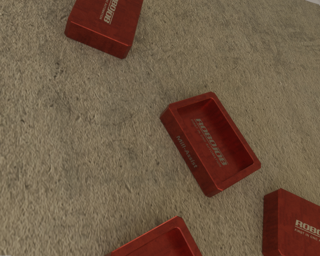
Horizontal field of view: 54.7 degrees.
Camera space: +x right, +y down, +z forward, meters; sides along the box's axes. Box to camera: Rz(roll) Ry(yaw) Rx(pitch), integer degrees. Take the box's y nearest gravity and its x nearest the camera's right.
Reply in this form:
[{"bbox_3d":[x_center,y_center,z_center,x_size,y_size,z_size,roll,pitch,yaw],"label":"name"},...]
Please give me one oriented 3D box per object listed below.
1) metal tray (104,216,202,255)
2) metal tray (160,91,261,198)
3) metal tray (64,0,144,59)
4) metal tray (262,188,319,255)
[{"bbox_3d":[0.011,0.166,0.304,0.091,0.030,0.130,-18,71,-35],"label":"metal tray"},{"bbox_3d":[0.069,0.018,0.426,0.091,0.030,0.130,-20,72,-35],"label":"metal tray"},{"bbox_3d":[-0.078,-0.172,0.463,0.091,0.030,0.130,20,54,-17],"label":"metal tray"},{"bbox_3d":[0.202,0.148,0.419,0.131,0.030,0.090,25,53,-13],"label":"metal tray"}]
